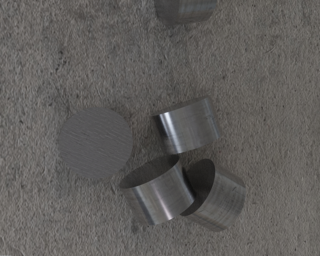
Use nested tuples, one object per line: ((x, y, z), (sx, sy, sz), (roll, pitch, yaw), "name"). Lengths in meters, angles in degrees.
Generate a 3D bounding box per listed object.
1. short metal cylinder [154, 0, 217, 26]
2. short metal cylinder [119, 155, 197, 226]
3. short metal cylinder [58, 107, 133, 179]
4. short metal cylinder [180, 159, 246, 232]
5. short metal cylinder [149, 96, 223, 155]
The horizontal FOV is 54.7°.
((0.029, -0.173, 0.390), (0.050, 0.080, 0.080), (-14, 95, -19), "short metal cylinder")
((-0.002, 0.074, 0.379), (0.080, 0.080, 0.050), (-28, 100, -18), "short metal cylinder")
((-0.078, 0.016, 0.367), (0.081, 0.050, 0.080), (0, 90, -20), "short metal cylinder")
((0.064, 0.087, 0.403), (0.050, 0.080, 0.080), (31, 80, -18), "short metal cylinder")
((0.033, -0.005, 0.392), (0.081, 0.080, 0.050), (-22, 98, -19), "short metal cylinder")
